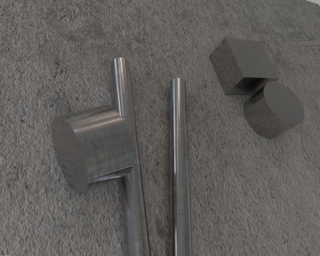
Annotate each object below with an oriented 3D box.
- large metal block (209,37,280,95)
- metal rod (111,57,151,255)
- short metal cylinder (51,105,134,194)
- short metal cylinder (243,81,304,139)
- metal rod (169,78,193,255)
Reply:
[{"bbox_3d":[0.142,-0.103,0.527,0.081,0.050,0.080,-4,64,-30],"label":"large metal block"},{"bbox_3d":[-0.035,0.042,0.359,0.025,0.025,0.299,6,59,-26],"label":"metal rod"},{"bbox_3d":[-0.070,0.020,0.318,0.050,0.080,0.080,-19,72,-35],"label":"short metal cylinder"},{"bbox_3d":[0.185,-0.029,0.505,0.081,0.050,0.080,14,56,-21],"label":"short metal cylinder"},{"bbox_3d":[0.024,0.062,0.378,0.025,0.025,0.299,14,56,-20],"label":"metal rod"}]
